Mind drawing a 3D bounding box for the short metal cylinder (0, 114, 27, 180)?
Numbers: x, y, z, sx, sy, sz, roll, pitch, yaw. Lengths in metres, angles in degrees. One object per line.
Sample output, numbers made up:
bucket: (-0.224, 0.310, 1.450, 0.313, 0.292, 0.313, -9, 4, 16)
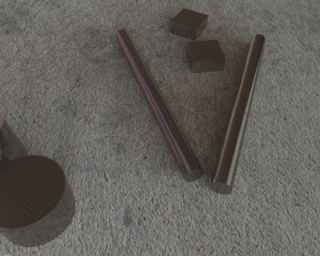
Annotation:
short metal cylinder: (-0.201, 0.027, 0.348, 0.080, 0.050, 0.080, -11, 38, 9)

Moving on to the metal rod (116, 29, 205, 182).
metal rod: (-0.012, -0.053, 0.447, 0.025, 0.025, 0.300, -16, 52, -13)

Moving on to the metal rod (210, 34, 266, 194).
metal rod: (0.118, -0.041, 0.438, 0.025, 0.025, 0.301, 15, 52, 12)

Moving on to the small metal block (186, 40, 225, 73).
small metal block: (0.073, -0.116, 0.501, 0.050, 0.025, 0.050, -6, 50, -5)

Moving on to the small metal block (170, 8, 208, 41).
small metal block: (0.053, -0.188, 0.562, 0.050, 0.025, 0.050, 23, 54, 18)

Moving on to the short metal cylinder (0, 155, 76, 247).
short metal cylinder: (-0.134, 0.075, 0.323, 0.081, 0.050, 0.080, 0, 50, 0)
